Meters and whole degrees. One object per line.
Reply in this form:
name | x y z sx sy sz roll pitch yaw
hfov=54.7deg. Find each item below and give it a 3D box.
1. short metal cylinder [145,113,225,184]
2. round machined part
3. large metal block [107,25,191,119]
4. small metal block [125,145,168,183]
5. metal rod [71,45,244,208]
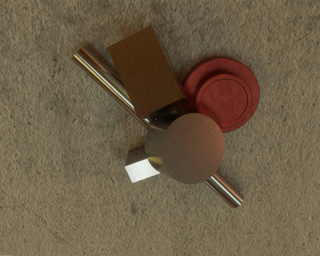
short metal cylinder | 0.028 0.022 0.366 0.081 0.050 0.079 -1 93 -23
round machined part | 0.076 -0.038 0.388 0.099 0.042 0.097 0 110 -1
large metal block | -0.008 -0.057 0.349 0.050 0.080 0.080 -25 86 10
small metal block | -0.017 0.043 0.414 0.050 0.050 0.025 -20 108 6
metal rod | 0.007 0.007 0.414 0.025 0.025 0.300 -43 105 14
